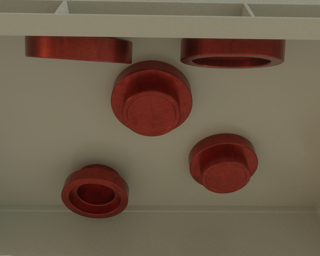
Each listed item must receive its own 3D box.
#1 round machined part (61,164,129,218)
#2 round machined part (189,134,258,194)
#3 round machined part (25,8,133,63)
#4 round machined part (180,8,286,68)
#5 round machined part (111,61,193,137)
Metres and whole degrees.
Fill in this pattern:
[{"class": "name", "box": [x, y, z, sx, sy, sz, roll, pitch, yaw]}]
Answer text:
[{"class": "round machined part", "box": [-0.097, 0.094, 0.477, 0.099, 0.042, 0.097, 0, 130, 0]}, {"class": "round machined part", "box": [0.092, 0.058, 0.448, 0.099, 0.042, 0.097, 0, 130, 0]}, {"class": "round machined part", "box": [-0.075, -0.086, 0.296, 0.099, 0.098, 0.042, 3, 101, -3]}, {"class": "round machined part", "box": [0.070, -0.085, 0.302, 0.099, 0.098, 0.042, 2, 94, -2]}, {"class": "round machined part", "box": [-0.010, -0.028, 0.374, 0.099, 0.042, 0.097, 0, 130, 0]}]
